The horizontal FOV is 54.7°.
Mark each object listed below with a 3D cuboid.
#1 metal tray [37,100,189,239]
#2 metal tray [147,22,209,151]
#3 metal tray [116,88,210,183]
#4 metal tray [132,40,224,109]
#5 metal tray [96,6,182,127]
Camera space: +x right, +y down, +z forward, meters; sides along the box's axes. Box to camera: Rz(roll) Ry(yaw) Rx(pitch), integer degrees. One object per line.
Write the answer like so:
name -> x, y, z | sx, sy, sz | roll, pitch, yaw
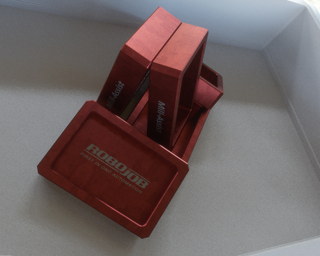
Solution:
metal tray -> -0.046, 0.043, 0.328 | 0.130, 0.030, 0.090 | 35, 75, -6
metal tray -> 0.018, -0.041, 0.357 | 0.030, 0.129, 0.090 | 20, 50, 12
metal tray -> 0.005, -0.003, 0.406 | 0.090, 0.030, 0.130 | 34, 51, -6
metal tray -> 0.030, -0.088, 0.450 | 0.130, 0.030, 0.090 | 34, 26, -6
metal tray -> -0.031, -0.065, 0.359 | 0.030, 0.129, 0.090 | 34, 51, -5
